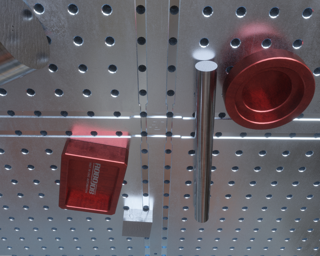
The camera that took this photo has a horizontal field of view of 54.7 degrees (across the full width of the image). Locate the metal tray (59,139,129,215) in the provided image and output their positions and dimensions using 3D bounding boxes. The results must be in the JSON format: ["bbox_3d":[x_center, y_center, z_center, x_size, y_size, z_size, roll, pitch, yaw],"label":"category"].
[{"bbox_3d":[-0.104,0.080,0.474,0.091,0.030,0.129,10,130,-9],"label":"metal tray"}]

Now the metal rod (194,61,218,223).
[{"bbox_3d":[0.063,0.043,0.448,0.025,0.025,0.298,-3,130,2],"label":"metal rod"}]

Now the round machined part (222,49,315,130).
[{"bbox_3d":[0.122,-0.048,0.361,0.099,0.042,0.097,0,130,0],"label":"round machined part"}]

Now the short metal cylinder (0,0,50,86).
[{"bbox_3d":[-0.155,-0.086,0.301,0.050,0.080,0.080,-19,128,15],"label":"short metal cylinder"}]

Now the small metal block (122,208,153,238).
[{"bbox_3d":[-0.041,0.171,0.557,0.050,0.025,0.050,5,130,-5],"label":"small metal block"}]
